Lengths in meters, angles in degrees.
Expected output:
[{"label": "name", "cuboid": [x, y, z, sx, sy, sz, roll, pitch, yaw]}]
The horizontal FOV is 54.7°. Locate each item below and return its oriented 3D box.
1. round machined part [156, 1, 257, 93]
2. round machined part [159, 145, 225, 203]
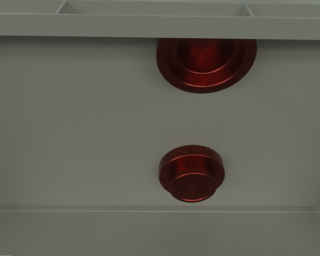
[{"label": "round machined part", "cuboid": [0.046, -0.085, 0.319, 0.099, 0.042, 0.097, 0, 139, 0]}, {"label": "round machined part", "cuboid": [0.048, 0.074, 0.462, 0.099, 0.042, 0.097, 0, 130, 0]}]
